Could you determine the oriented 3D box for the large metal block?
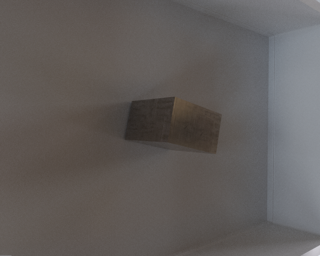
[{"bbox_3d":[0.016,-0.001,0.383,0.081,0.080,0.050,16,80,-39],"label":"large metal block"}]
